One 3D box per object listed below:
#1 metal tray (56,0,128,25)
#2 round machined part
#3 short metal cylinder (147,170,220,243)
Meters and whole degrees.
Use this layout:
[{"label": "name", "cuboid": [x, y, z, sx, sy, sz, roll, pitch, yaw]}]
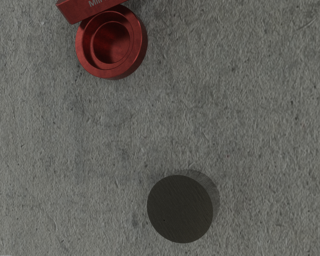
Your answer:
[{"label": "metal tray", "cuboid": [-0.064, -0.191, 0.401, 0.130, 0.030, 0.090, -15, 45, 19]}, {"label": "round machined part", "cuboid": [-0.062, -0.114, 0.422, 0.098, 0.042, 0.097, 0, 90, 20]}, {"label": "short metal cylinder", "cuboid": [0.031, 0.095, 0.385, 0.080, 0.050, 0.080, 0, 90, 20]}]
